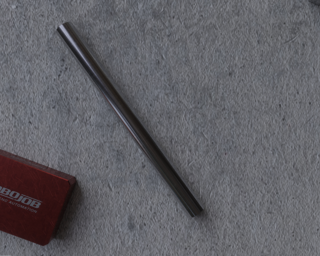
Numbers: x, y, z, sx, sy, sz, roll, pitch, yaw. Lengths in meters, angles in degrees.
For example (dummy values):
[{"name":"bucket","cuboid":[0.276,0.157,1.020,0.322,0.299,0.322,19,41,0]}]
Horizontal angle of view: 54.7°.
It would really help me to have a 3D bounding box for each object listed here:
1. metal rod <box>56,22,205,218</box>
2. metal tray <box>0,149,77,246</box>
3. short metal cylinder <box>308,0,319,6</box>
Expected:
[{"name":"metal rod","cuboid":[-0.039,-0.010,0.409,0.025,0.025,0.299,-36,90,0]},{"name":"metal tray","cuboid":[-0.189,0.087,0.405,0.131,0.030,0.090,21,90,-1]},{"name":"short metal cylinder","cuboid":[0.229,-0.206,0.400,0.081,0.050,0.079,0,90,-1]}]
